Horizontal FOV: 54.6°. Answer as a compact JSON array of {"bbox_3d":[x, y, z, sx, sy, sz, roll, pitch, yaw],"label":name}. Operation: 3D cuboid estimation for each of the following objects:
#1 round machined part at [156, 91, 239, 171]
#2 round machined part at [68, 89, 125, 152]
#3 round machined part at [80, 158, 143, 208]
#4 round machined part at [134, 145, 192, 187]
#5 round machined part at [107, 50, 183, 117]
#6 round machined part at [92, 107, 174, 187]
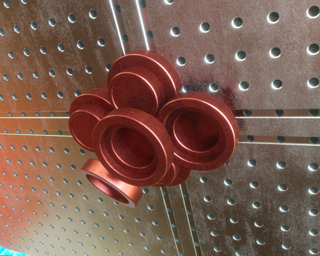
[{"bbox_3d":[0.047,0.000,0.375,0.098,0.042,0.097,13,124,21],"label":"round machined part"},{"bbox_3d":[-0.091,-0.004,0.447,0.098,0.042,0.097,13,124,21],"label":"round machined part"},{"bbox_3d":[-0.067,0.075,0.466,0.098,0.042,0.098,26,154,14],"label":"round machined part"},{"bbox_3d":[-0.003,0.042,0.428,0.098,0.042,0.097,13,124,21],"label":"round machined part"},{"bbox_3d":[-0.025,-0.044,0.387,0.098,0.042,0.097,13,124,21],"label":"round machined part"},{"bbox_3d":[-0.028,0.019,0.372,0.098,0.042,0.097,13,124,21],"label":"round machined part"}]
